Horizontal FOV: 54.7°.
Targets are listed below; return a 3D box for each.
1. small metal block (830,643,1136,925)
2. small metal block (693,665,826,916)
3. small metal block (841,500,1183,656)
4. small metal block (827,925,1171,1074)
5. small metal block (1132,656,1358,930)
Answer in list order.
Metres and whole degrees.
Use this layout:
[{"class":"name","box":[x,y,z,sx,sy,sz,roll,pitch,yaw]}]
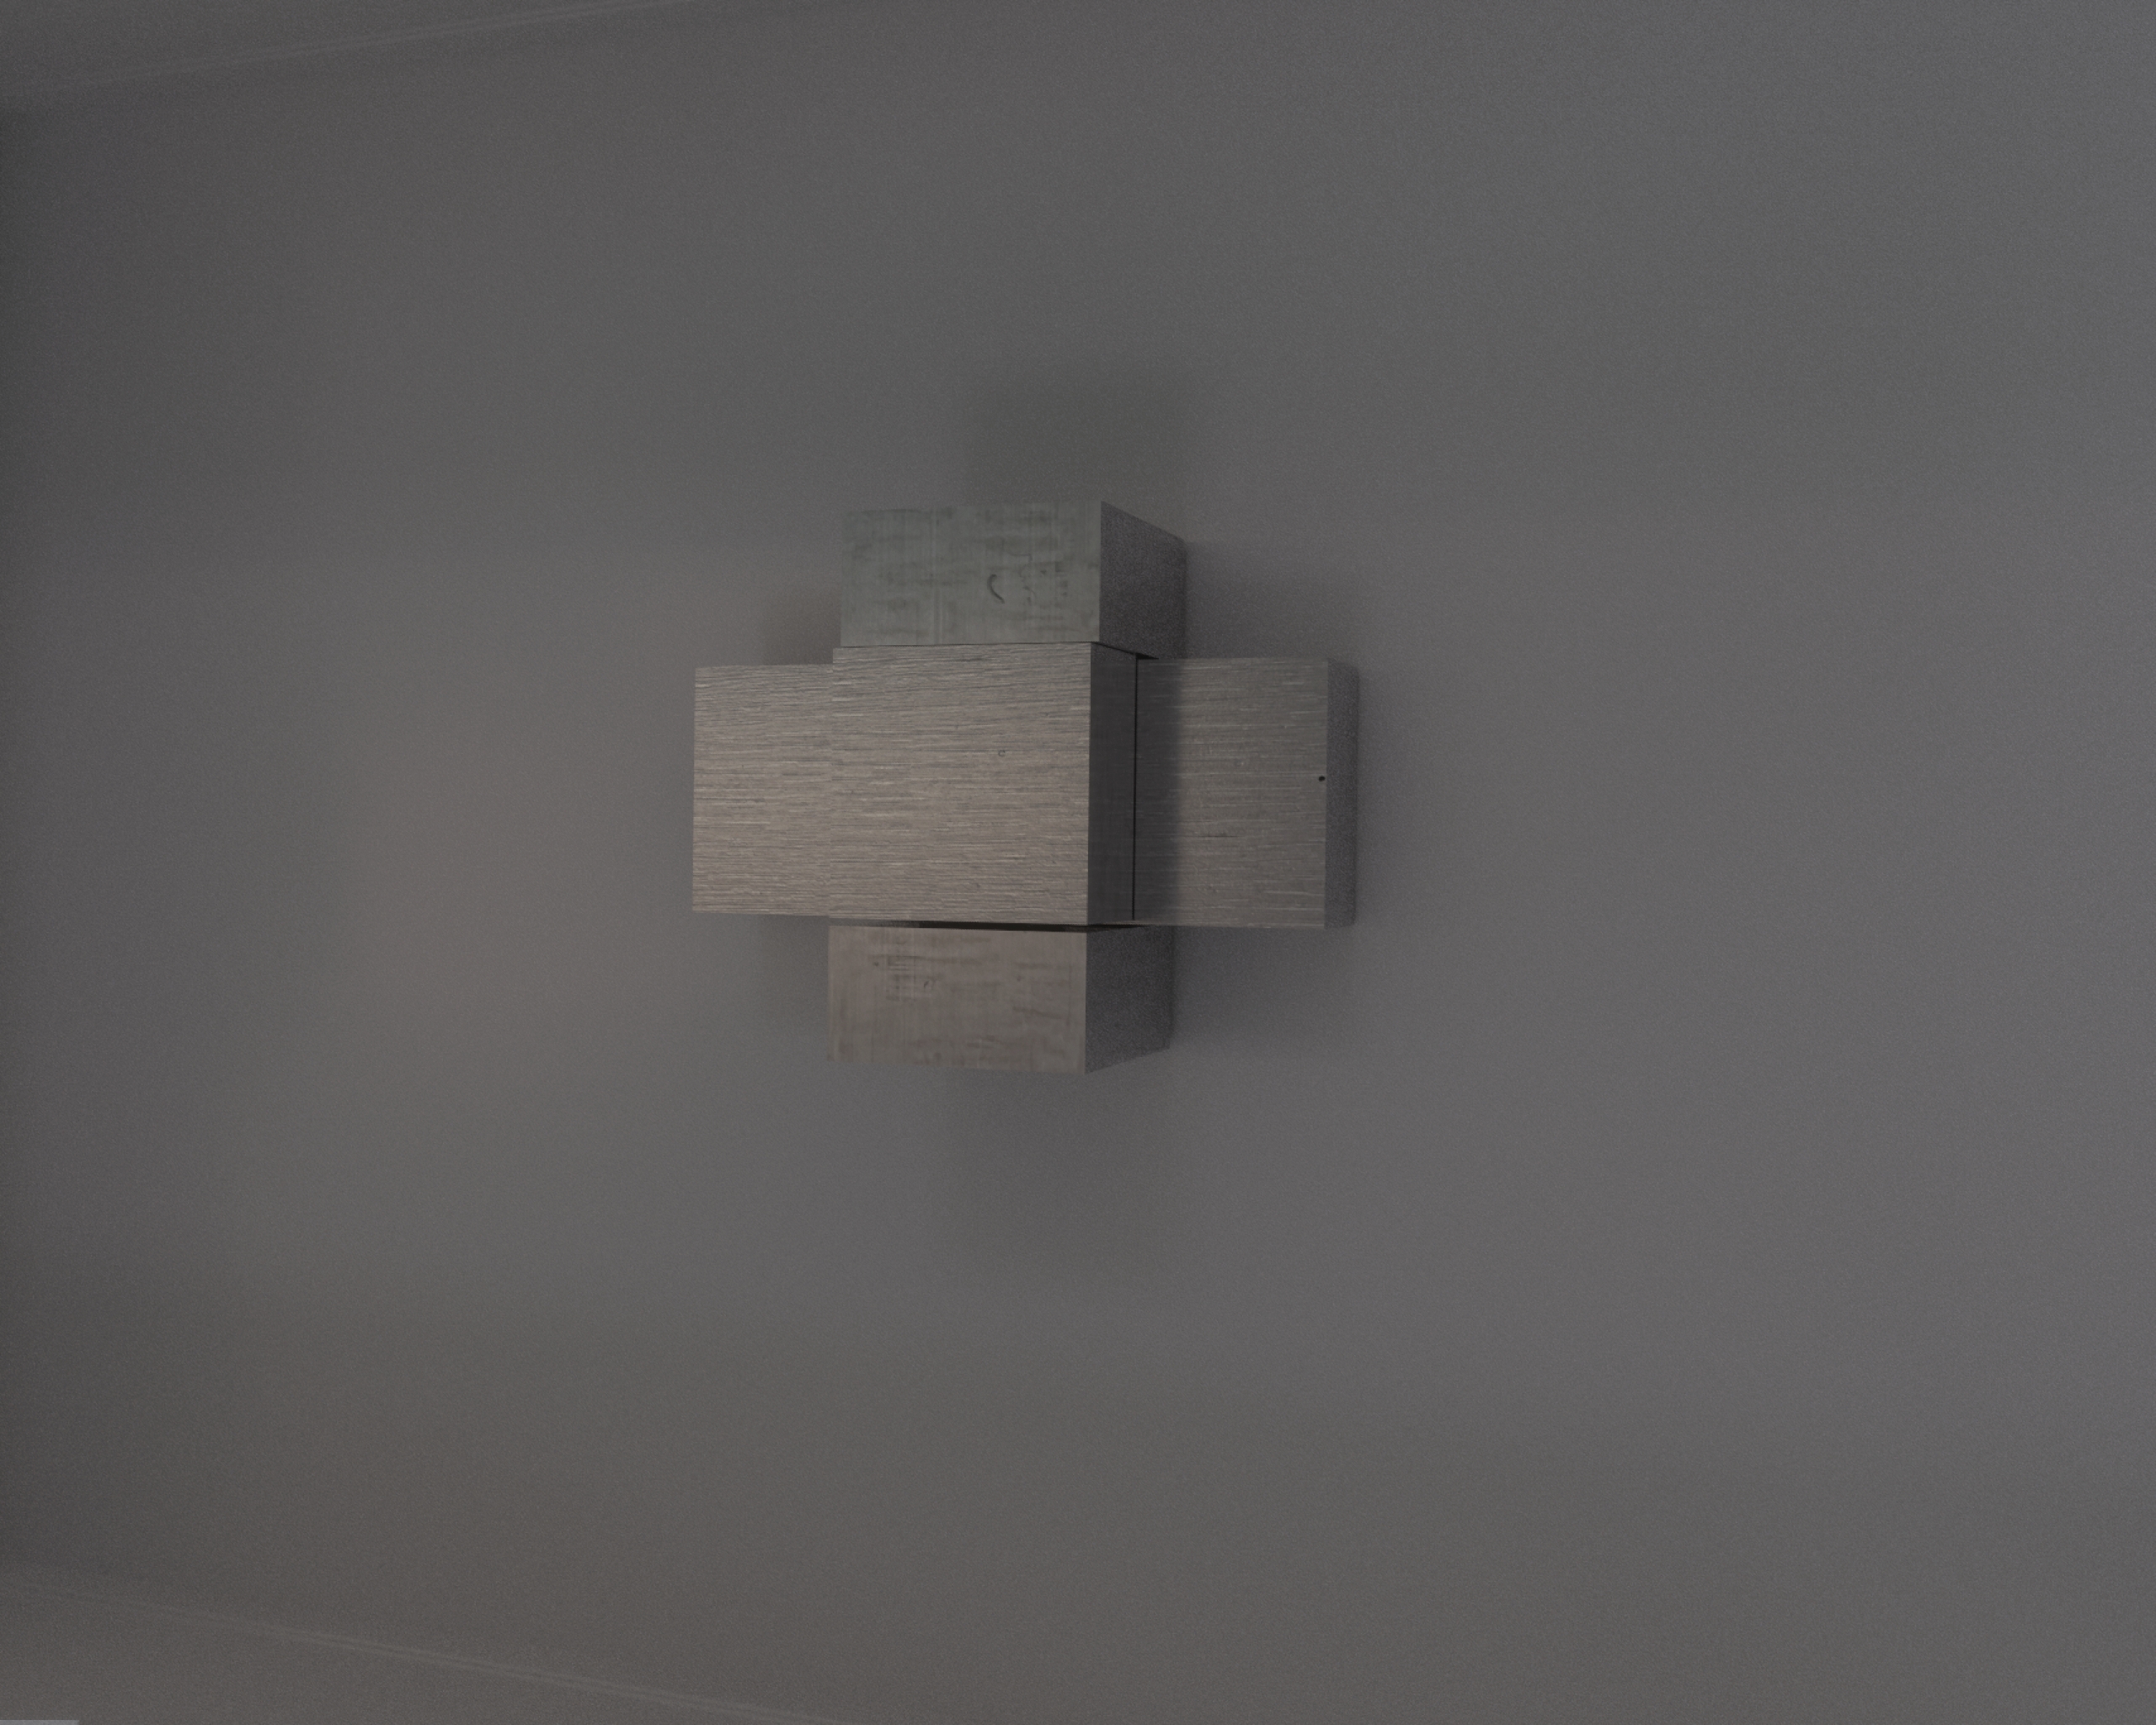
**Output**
[{"class":"small metal block","box":[-0.017,-0.014,0.387,0.050,0.025,0.050,1,90,19]},{"class":"small metal block","box":[-0.050,-0.014,0.426,0.050,0.025,0.050,1,90,20]},{"class":"small metal block","box":[-0.011,-0.052,0.399,0.050,0.050,0.025,1,91,20]},{"class":"small metal block","box":[-0.014,0.024,0.399,0.050,0.050,0.025,1,91,20]},{"class":"small metal block","box":[0.026,-0.013,0.400,0.050,0.025,0.050,1,90,19]}]
